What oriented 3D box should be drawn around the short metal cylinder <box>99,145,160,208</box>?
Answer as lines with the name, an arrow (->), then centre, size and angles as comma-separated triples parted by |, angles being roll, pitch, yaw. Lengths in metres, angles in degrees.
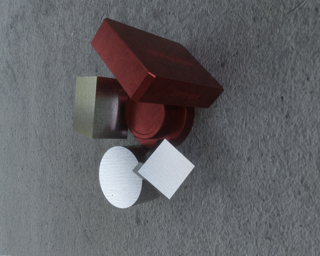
short metal cylinder -> -0.036, 0.063, 0.418 | 0.080, 0.050, 0.079 | 0, 90, 39

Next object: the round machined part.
round machined part -> -0.007, -0.020, 0.400 | 0.098, 0.042, 0.097 | 0, 90, 39

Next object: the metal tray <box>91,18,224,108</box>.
metal tray -> 0.002, -0.065, 0.333 | 0.030, 0.131, 0.090 | -52, 60, 27

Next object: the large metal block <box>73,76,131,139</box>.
large metal block -> -0.084, -0.030, 0.441 | 0.080, 0.050, 0.079 | 13, 99, 56

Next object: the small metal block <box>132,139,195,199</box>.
small metal block -> 0.004, 0.048, 0.371 | 0.050, 0.050, 0.025 | 43, 163, -11
